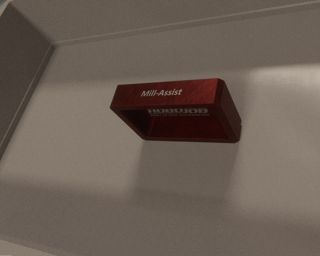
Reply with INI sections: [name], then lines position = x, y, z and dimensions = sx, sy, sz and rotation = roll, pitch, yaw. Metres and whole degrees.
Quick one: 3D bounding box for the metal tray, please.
[metal tray]
position = 0.020, -0.016, 0.362
dimensions = 0.130, 0.090, 0.030
rotation = 0, 62, 28
